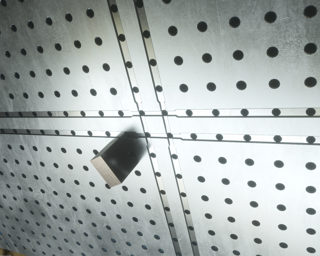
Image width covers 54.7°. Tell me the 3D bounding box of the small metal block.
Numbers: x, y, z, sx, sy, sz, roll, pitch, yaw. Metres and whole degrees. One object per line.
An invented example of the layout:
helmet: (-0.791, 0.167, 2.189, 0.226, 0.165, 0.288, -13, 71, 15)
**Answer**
small metal block: (-0.067, 0.051, 0.460, 0.025, 0.050, 0.050, -26, 105, 37)
